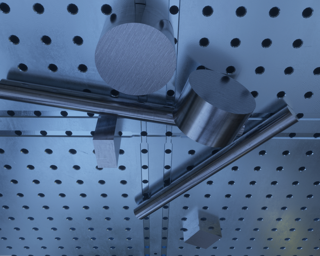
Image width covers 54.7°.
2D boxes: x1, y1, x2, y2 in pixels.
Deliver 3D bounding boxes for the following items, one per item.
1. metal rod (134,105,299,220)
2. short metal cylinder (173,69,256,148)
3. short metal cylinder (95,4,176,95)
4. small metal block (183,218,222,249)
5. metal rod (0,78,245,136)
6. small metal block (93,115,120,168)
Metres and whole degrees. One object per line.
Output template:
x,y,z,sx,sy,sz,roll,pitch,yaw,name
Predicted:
0.067,0.064,0.466,0.025,0.025,0.299,36,121,-27,metal rod
0.061,-0.024,0.356,0.081,0.080,0.050,14,129,-12,short metal cylinder
-0.024,-0.081,0.326,0.081,0.050,0.079,0,130,0,short metal cylinder
0.079,0.199,0.582,0.050,0.025,0.050,24,126,-20,small metal block
-0.040,-0.024,0.390,0.302,0.025,0.025,9,130,-8,metal rod
-0.069,0.017,0.409,0.025,0.050,0.050,0,130,0,small metal block
